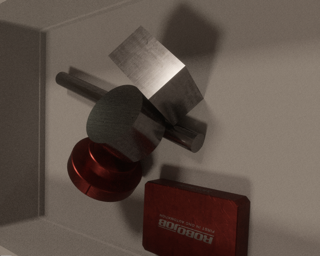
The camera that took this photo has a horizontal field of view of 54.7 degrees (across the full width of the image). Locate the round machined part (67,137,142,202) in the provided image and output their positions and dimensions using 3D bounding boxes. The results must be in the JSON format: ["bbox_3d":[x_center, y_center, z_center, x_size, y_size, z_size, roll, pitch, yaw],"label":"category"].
[{"bbox_3d":[-0.068,0.045,0.410,0.098,0.099,0.042,52,128,27],"label":"round machined part"}]

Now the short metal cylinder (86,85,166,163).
[{"bbox_3d":[-0.041,-0.005,0.373,0.080,0.050,0.080,-19,50,24],"label":"short metal cylinder"}]

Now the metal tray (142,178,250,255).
[{"bbox_3d":[0.038,0.116,0.371,0.130,0.030,0.089,4,93,39],"label":"metal tray"}]

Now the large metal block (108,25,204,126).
[{"bbox_3d":[-0.002,-0.059,0.362,0.050,0.080,0.080,-43,61,2],"label":"large metal block"}]

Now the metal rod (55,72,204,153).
[{"bbox_3d":[-0.064,-0.034,0.456,0.300,0.025,0.025,26,106,36],"label":"metal rod"}]
